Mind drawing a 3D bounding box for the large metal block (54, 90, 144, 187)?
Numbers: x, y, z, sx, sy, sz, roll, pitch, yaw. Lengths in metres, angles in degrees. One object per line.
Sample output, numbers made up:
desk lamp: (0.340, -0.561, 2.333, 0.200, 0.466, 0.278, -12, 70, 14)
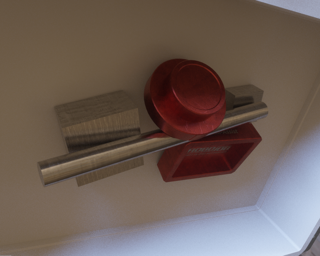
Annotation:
large metal block: (-0.069, 0.011, 0.360, 0.081, 0.050, 0.079, -17, 125, -19)

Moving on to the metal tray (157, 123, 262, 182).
metal tray: (0.071, 0.035, 0.448, 0.131, 0.030, 0.089, -2, 139, -29)

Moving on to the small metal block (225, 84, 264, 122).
small metal block: (0.119, -0.033, 0.453, 0.050, 0.025, 0.050, -11, 123, -23)

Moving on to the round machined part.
round machined part: (0.035, -0.038, 0.354, 0.099, 0.098, 0.042, -5, 161, -27)

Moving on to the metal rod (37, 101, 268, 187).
metal rod: (0.015, 0.009, 0.364, 0.303, 0.025, 0.025, -15, 125, -29)
